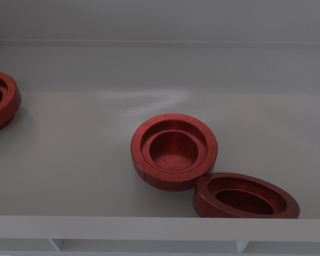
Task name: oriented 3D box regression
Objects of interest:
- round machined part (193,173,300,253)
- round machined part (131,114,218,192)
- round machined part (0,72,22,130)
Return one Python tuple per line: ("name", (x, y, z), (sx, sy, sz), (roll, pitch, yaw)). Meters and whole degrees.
("round machined part", (0.081, 0.083, 0.305), (0.099, 0.042, 0.098), (8, 15, -2))
("round machined part", (0.016, 0.032, 0.367), (0.099, 0.042, 0.098), (0, 50, 0))
("round machined part", (-0.237, -0.029, 0.417), (0.099, 0.042, 0.098), (0, 50, 0))
